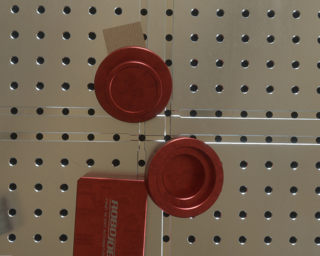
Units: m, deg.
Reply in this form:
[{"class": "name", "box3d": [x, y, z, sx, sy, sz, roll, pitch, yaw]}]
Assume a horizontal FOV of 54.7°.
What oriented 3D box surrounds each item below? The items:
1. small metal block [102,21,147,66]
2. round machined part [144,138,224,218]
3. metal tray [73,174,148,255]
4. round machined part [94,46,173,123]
[{"class": "small metal block", "box3d": [-0.044, -0.108, 0.413, 0.050, 0.025, 0.050, -13, 90, -1]}, {"class": "round machined part", "box3d": [0.028, 0.061, 0.398, 0.099, 0.042, 0.097, 1, 88, -15]}, {"class": "metal tray", "box3d": [-0.064, 0.129, 0.410, 0.091, 0.030, 0.129, 3, 90, -1]}, {"class": "round machined part", "box3d": [-0.033, -0.052, 0.390, 0.099, 0.042, 0.097, -2, 109, -5]}]
